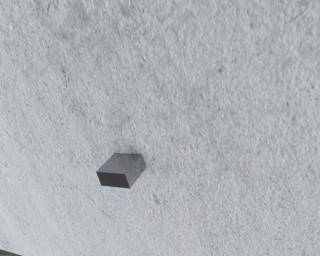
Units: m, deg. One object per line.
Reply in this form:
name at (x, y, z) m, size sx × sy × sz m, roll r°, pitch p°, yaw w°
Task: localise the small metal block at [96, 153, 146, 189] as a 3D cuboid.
small metal block at (-0.056, 0.062, 0.457) m, size 0.050 × 0.050 × 0.025 m, roll 0°, pitch 118°, yaw 28°
